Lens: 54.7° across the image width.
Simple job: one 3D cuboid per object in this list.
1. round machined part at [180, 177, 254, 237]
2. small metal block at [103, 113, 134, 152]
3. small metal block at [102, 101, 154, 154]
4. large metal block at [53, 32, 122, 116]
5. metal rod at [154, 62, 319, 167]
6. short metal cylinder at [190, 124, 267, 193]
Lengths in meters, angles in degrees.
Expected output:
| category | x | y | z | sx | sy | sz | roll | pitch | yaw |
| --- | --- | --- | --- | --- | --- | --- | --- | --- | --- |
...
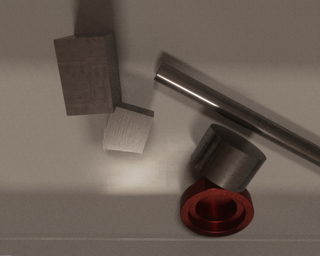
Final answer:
| category | x | y | z | sx | sy | sz | roll | pitch | yaw |
| --- | --- | --- | --- | --- | --- | --- | --- | --- | --- |
| round machined part | 0.078 | 0.105 | 0.434 | 0.099 | 0.042 | 0.097 | 2 | 124 | 3 |
| small metal block | -0.047 | 0.003 | 0.412 | 0.050 | 0.025 | 0.050 | 7 | 110 | -3 |
| small metal block | -0.039 | -0.001 | 0.384 | 0.050 | 0.025 | 0.050 | 16 | 109 | -7 |
| large metal block | -0.078 | -0.066 | 0.357 | 0.050 | 0.080 | 0.079 | -4 | 110 | 1 |
| metal rod | 0.131 | -0.005 | 0.411 | 0.301 | 0.025 | 0.025 | 26 | 108 | -10 |
| short metal cylinder | 0.087 | 0.037 | 0.397 | 0.080 | 0.080 | 0.050 | 27 | 107 | -10 |
